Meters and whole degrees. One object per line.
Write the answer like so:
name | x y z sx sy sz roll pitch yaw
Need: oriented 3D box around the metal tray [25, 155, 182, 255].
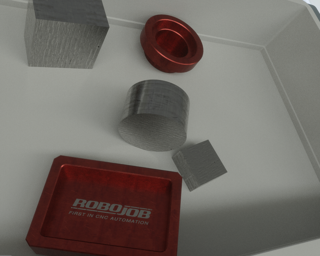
metal tray | -0.048 0.081 0.301 0.131 0.030 0.090 9 54 -2

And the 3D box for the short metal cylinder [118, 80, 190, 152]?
short metal cylinder | -0.006 -0.013 0.377 0.080 0.080 0.050 21 54 -17

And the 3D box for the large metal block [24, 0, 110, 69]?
large metal block | -0.117 -0.118 0.380 0.081 0.080 0.050 -4 64 -30

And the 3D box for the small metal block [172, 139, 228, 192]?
small metal block | 0.052 0.049 0.406 0.050 0.025 0.050 -18 71 -35

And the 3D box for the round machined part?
round machined part | 0.014 -0.125 0.480 0.099 0.042 0.098 14 56 -21
